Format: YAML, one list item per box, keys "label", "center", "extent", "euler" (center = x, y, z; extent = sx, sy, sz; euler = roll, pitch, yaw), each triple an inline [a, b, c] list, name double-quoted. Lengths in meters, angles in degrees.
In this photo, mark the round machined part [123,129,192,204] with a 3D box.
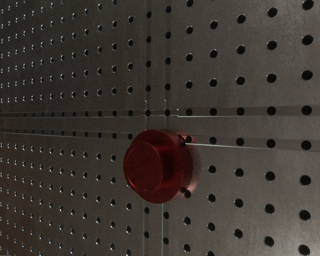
- label: "round machined part"
  center: [-0.010, 0.050, 0.405]
  extent: [0.098, 0.042, 0.097]
  euler: [1, 91, 39]
